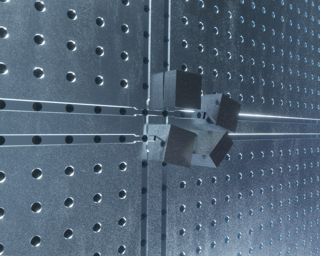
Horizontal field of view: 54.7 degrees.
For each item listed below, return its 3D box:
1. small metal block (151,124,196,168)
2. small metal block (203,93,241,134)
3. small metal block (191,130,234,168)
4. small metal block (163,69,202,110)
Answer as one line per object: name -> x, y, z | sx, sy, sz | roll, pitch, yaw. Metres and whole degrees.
small metal block -> 0.020, 0.025, 0.428 | 0.050, 0.025, 0.050 | 19, 78, -39
small metal block -> 0.100, -0.022, 0.496 | 0.050, 0.025, 0.050 | 23, 76, -38
small metal block -> 0.071, 0.030, 0.455 | 0.050, 0.050, 0.025 | -49, 119, -29
small metal block -> 0.032, -0.052, 0.438 | 0.050, 0.025, 0.050 | 3, 88, -40
